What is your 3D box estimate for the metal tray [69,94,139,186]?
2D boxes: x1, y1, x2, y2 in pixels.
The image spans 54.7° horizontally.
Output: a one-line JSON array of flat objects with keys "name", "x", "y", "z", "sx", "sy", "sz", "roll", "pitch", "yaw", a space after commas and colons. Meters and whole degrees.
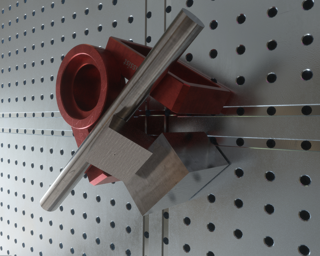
[{"name": "metal tray", "x": -0.070, "y": 0.007, "z": 0.422, "sx": 0.030, "sy": 0.091, "sz": 0.130, "roll": -36, "pitch": 68, "yaw": 34}]

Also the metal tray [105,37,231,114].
[{"name": "metal tray", "x": 0.006, "y": -0.061, "z": 0.359, "sx": 0.130, "sy": 0.091, "sz": 0.030, "roll": 38, "pitch": 114, "yaw": 33}]

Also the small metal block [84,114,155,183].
[{"name": "small metal block", "x": -0.041, "y": 0.022, "z": 0.318, "sx": 0.050, "sy": 0.050, "sz": 0.025, "roll": -50, "pitch": 16, "yaw": 28}]

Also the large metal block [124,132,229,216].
[{"name": "large metal block", "x": 0.017, "y": 0.049, "z": 0.353, "sx": 0.080, "sy": 0.081, "sz": 0.050, "roll": -49, "pitch": 62, "yaw": 29}]

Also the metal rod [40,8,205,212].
[{"name": "metal rod", "x": -0.059, "y": 0.002, "z": 0.338, "sx": 0.299, "sy": 0.025, "sz": 0.025, "roll": -48, "pitch": 62, "yaw": 29}]

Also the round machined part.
[{"name": "round machined part", "x": -0.079, "y": -0.048, "z": 0.371, "sx": 0.098, "sy": 0.042, "sz": 0.097, "roll": 0, "pitch": 90, "yaw": 39}]
